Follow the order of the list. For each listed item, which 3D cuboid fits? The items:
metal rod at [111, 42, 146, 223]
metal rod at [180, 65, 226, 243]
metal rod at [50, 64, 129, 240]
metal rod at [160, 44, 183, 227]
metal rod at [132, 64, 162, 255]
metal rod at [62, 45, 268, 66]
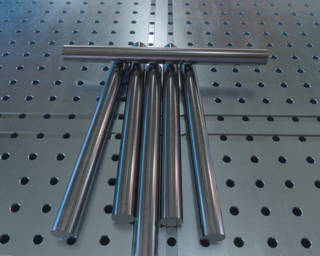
[{"bbox_3d":[-0.037,-0.019,0.424,0.025,0.025,0.300,1,50,1],"label":"metal rod"},{"bbox_3d":[0.048,-0.003,0.411,0.025,0.025,0.300,-2,50,-1],"label":"metal rod"},{"bbox_3d":[-0.079,-0.005,0.410,0.025,0.025,0.300,6,50,5],"label":"metal rod"},{"bbox_3d":[0.015,-0.016,0.423,0.025,0.025,0.300,1,50,1],"label":"metal rod"},{"bbox_3d":[-0.012,0.024,0.388,0.025,0.025,0.300,1,50,1],"label":"metal rod"},{"bbox_3d":[0.007,-0.109,0.467,0.302,0.025,0.025,1,50,1],"label":"metal rod"}]
